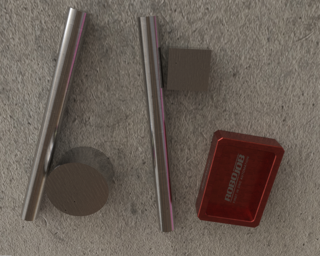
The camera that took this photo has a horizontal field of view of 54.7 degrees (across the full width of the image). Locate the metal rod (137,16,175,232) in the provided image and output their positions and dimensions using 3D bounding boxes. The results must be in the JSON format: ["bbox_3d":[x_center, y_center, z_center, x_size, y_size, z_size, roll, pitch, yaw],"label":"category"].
[{"bbox_3d":[-0.002,0.009,0.413,0.025,0.025,0.298,-5,110,1],"label":"metal rod"}]

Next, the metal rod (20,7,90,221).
[{"bbox_3d":[-0.142,-0.004,0.406,0.025,0.025,0.298,18,109,-7],"label":"metal rod"}]

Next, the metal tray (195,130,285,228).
[{"bbox_3d":[0.108,0.073,0.435,0.091,0.030,0.129,9,110,-4],"label":"metal tray"}]

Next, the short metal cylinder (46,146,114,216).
[{"bbox_3d":[-0.106,0.072,0.421,0.081,0.050,0.079,0,110,-1],"label":"short metal cylinder"}]

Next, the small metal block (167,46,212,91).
[{"bbox_3d":[0.035,-0.074,0.383,0.050,0.025,0.050,2,110,-2],"label":"small metal block"}]
